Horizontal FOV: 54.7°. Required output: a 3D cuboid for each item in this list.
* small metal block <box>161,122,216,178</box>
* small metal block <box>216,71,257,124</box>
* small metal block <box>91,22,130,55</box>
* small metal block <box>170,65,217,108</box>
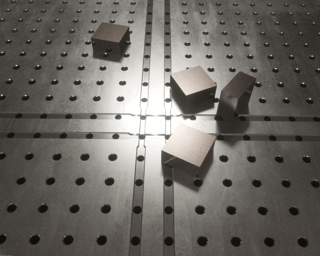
[{"bbox_3d":[0.036,0.027,0.386,0.050,0.025,0.050,23,53,17],"label":"small metal block"},{"bbox_3d":[0.105,-0.042,0.428,0.025,0.050,0.050,31,56,23],"label":"small metal block"},{"bbox_3d":[-0.085,-0.156,0.538,0.050,0.025,0.050,12,51,9],"label":"small metal block"},{"bbox_3d":[0.049,-0.063,0.461,0.050,0.025,0.050,-19,53,-16],"label":"small metal block"}]
